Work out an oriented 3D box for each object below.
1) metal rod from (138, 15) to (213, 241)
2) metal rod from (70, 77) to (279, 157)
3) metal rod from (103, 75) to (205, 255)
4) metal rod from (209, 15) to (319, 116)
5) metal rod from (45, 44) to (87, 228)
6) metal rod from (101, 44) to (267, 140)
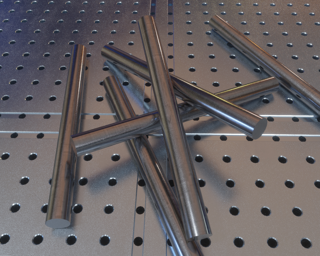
[{"bbox_3d":[0.009,-0.023,0.366,0.025,0.025,0.299,-8,60,-7],"label":"metal rod"},{"bbox_3d":[0.036,-0.022,0.404,0.302,0.025,0.025,-18,52,-23],"label":"metal rod"},{"bbox_3d":[-0.017,0.038,0.376,0.025,0.025,0.300,-17,52,-14],"label":"metal rod"},{"bbox_3d":[0.176,-0.098,0.490,0.025,0.025,0.300,-24,54,-19],"label":"metal rod"},{"bbox_3d":[-0.120,-0.015,0.419,0.025,0.025,0.300,-4,50,-3],"label":"metal rod"},{"bbox_3d":[0.008,-0.063,0.418,0.025,0.025,0.300,-33,45,-25],"label":"metal rod"}]
